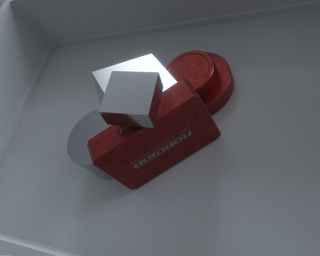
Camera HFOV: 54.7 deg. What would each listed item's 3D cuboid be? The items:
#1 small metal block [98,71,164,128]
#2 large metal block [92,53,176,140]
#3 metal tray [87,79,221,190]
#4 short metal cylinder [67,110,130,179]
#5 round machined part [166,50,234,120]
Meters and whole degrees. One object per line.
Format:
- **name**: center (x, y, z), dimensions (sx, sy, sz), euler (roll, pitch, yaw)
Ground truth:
- **small metal block**: center (-0.028, -0.029, 0.313), dimensions (0.050, 0.025, 0.050), euler (4, 62, 15)
- **large metal block**: center (-0.027, -0.039, 0.379), dimensions (0.081, 0.050, 0.080), euler (-22, 49, -16)
- **metal tray**: center (-0.003, 0.013, 0.354), dimensions (0.130, 0.090, 0.030), euler (-33, 51, 6)
- **short metal cylinder**: center (-0.074, 0.022, 0.411), dimensions (0.080, 0.050, 0.080), euler (-13, 56, 20)
- **round machined part**: center (0.044, -0.063, 0.407), dimensions (0.098, 0.042, 0.098), euler (-13, 56, 20)
